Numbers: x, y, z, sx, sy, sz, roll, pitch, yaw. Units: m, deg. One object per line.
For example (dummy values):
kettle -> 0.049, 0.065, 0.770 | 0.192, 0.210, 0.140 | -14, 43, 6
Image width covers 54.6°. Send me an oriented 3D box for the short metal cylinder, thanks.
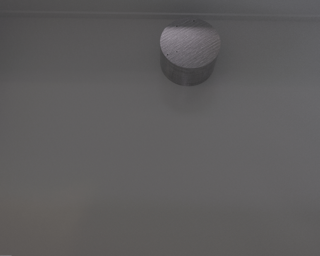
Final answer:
short metal cylinder -> 0.040, -0.106, 0.435 | 0.080, 0.050, 0.080 | 0, 70, 0
